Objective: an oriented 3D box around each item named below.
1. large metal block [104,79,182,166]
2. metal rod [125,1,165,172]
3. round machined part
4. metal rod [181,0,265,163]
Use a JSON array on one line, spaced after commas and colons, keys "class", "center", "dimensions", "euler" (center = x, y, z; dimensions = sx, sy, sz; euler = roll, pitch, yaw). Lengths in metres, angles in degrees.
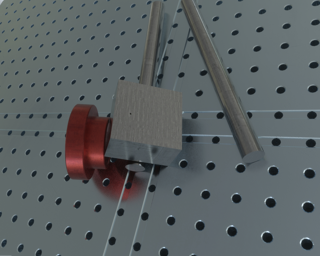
[{"class": "large metal block", "center": [-0.019, -0.005, 0.379], "dimensions": [0.081, 0.050, 0.080], "euler": [10, 59, -13]}, {"class": "metal rod", "center": [-0.017, -0.080, 0.464], "dimensions": [0.025, 0.025, 0.299], "euler": [-8, 58, 24]}, {"class": "round machined part", "center": [-0.087, 0.018, 0.401], "dimensions": [0.042, 0.098, 0.098], "euler": [3, 60, -1]}, {"class": "metal rod", "center": [0.074, -0.087, 0.422], "dimensions": [0.025, 0.025, 0.299], "euler": [-23, 53, 14]}]
